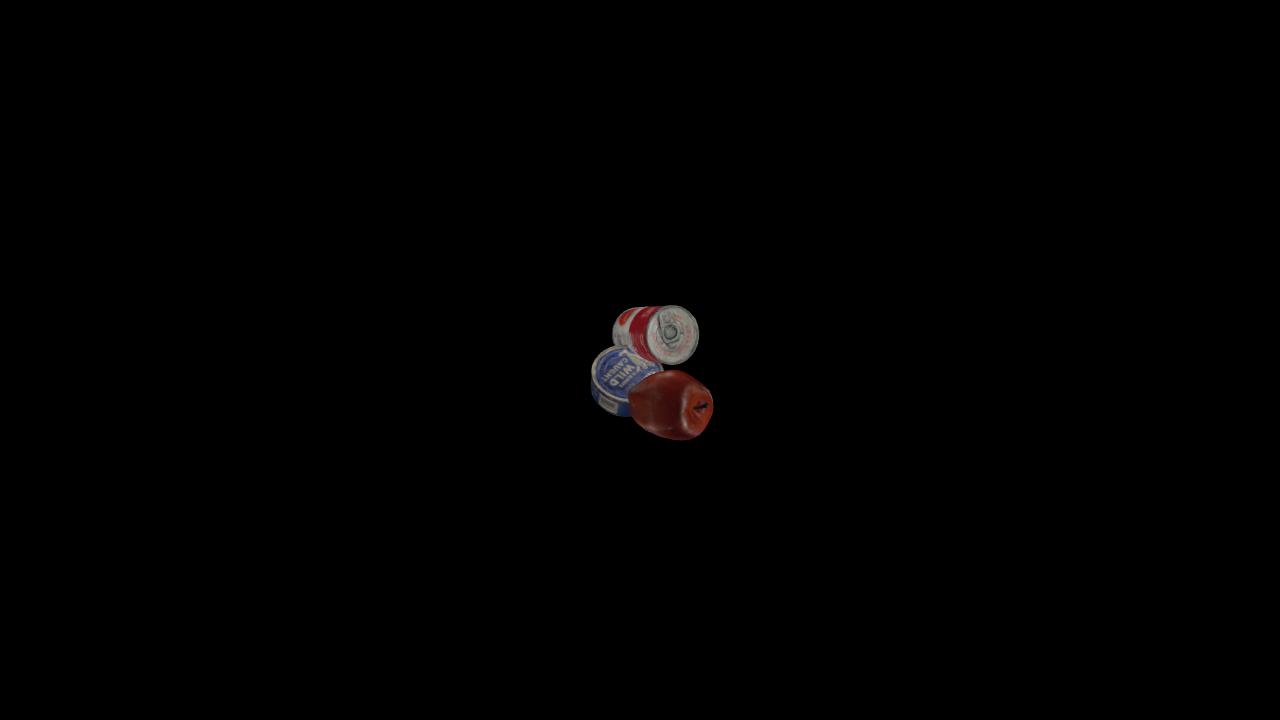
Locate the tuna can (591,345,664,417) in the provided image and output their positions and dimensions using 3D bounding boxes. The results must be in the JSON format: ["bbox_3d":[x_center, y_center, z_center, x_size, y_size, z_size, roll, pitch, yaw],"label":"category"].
[{"bbox_3d":[-0.015,0.024,0.709,0.084,0.084,0.034,0,-41,-8],"label":"tuna can"}]

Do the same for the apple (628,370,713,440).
[{"bbox_3d":[0.034,0.048,0.662,0.093,0.079,0.079,4,3,40],"label":"apple"}]

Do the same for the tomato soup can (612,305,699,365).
[{"bbox_3d":[0.016,-0.030,0.730,0.068,0.068,0.101,0,3,-25],"label":"tomato soup can"}]
